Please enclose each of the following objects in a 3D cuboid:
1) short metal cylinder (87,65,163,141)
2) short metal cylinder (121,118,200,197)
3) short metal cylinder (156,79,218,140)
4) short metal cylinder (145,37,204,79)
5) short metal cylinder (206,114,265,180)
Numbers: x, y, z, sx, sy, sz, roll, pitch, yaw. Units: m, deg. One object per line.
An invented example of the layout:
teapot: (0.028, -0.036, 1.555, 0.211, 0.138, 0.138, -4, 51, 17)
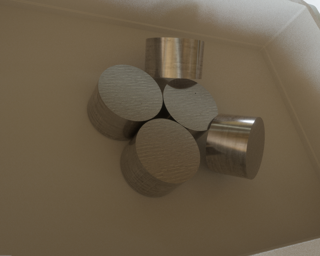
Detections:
short metal cylinder: (-0.044, -0.031, 0.384, 0.081, 0.050, 0.080, 14, 56, -21)
short metal cylinder: (0.000, 0.036, 0.367, 0.081, 0.050, 0.080, 14, 56, -21)
short metal cylinder: (0.030, -0.020, 0.417, 0.081, 0.050, 0.080, 14, 56, -21)
short metal cylinder: (0.020, -0.095, 0.429, 0.081, 0.080, 0.050, -3, 102, -30)
short metal cylinder: (0.100, 0.023, 0.403, 0.081, 0.050, 0.079, -17, 111, -55)
